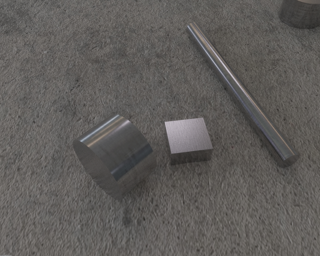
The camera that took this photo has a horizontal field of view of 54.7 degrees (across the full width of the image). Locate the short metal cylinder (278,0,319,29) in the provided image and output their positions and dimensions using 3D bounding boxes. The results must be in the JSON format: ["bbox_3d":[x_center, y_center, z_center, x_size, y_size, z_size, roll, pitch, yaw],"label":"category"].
[{"bbox_3d":[0.271,-0.230,0.582,0.081,0.050,0.080,0,50,0],"label":"short metal cylinder"}]

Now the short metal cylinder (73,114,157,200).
[{"bbox_3d":[-0.050,0.031,0.341,0.080,0.080,0.050,37,59,26],"label":"short metal cylinder"}]

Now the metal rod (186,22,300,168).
[{"bbox_3d":[0.107,-0.069,0.461,0.025,0.025,0.300,-15,52,-12],"label":"metal rod"}]

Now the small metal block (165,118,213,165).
[{"bbox_3d":[0.034,0.016,0.390,0.050,0.025,0.050,-7,50,-6],"label":"small metal block"}]
